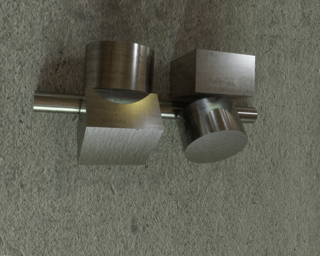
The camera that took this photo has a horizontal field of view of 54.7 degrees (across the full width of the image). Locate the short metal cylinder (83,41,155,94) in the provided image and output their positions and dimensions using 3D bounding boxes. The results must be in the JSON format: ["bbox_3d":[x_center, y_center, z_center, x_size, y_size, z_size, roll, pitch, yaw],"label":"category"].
[{"bbox_3d":[-0.048,-0.066,0.363,0.081,0.080,0.050,4,89,-20],"label":"short metal cylinder"}]

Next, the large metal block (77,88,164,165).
[{"bbox_3d":[-0.050,0.002,0.356,0.081,0.080,0.050,3,55,-21],"label":"large metal block"}]

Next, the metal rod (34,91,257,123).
[{"bbox_3d":[-0.004,-0.025,0.411,0.302,0.025,0.025,2,89,-20],"label":"metal rod"}]

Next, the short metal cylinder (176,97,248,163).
[{"bbox_3d":[0.066,0.004,0.399,0.081,0.080,0.050,2,55,-20],"label":"short metal cylinder"}]

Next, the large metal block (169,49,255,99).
[{"bbox_3d":[0.065,-0.065,0.405,0.081,0.080,0.050,1,90,-20],"label":"large metal block"}]
